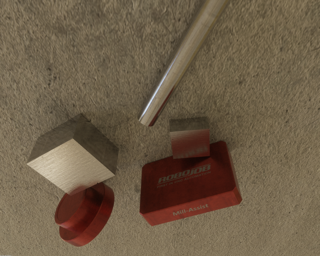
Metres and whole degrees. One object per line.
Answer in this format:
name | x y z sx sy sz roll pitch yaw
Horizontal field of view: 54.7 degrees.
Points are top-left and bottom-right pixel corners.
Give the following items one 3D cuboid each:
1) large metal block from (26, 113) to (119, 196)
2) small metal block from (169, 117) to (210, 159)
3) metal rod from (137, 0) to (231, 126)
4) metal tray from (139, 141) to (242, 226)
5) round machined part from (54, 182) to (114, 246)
large metal block | -0.115 0.038 0.422 0.080 0.050 0.080 -27 126 21
small metal block | 0.040 0.014 0.419 0.050 0.025 0.050 -5 130 4
metal rod | 0.048 -0.113 0.311 0.025 0.025 0.298 20 127 -17
metal tray | 0.038 0.075 0.429 0.130 0.090 0.030 -19 128 15
round machined part | -0.117 0.120 0.461 0.098 0.098 0.042 -33 123 24
